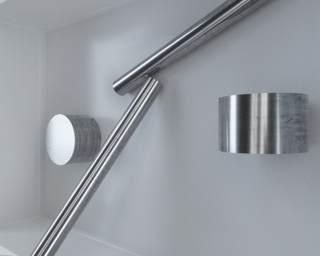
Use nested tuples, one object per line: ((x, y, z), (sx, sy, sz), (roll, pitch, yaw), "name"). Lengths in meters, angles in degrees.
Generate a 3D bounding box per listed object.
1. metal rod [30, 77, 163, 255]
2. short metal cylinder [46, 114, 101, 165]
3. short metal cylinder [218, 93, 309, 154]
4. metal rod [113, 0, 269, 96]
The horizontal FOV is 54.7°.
((-0.086, 0.064, 0.394), (0.025, 0.025, 0.300), (27, 81, 36), "metal rod")
((-0.141, 0.018, 0.504), (0.080, 0.050, 0.079), (0, 90, 39), "short metal cylinder")
((0.096, -0.004, 0.291), (0.080, 0.081, 0.050), (-1, 90, 39), "short metal cylinder")
((0.049, -0.113, 0.365), (0.299, 0.025, 0.025), (-27, 73, 36), "metal rod")
